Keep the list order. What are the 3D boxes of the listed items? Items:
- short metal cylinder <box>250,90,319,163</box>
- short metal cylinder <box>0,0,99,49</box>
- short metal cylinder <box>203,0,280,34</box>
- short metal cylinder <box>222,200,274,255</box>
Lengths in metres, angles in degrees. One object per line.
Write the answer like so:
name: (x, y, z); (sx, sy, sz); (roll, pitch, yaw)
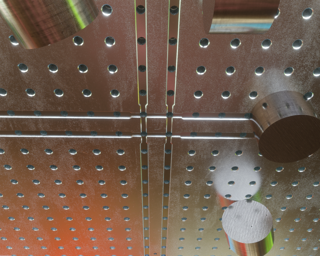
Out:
short metal cylinder: (0.161, -0.001, 0.396); (0.081, 0.050, 0.079); (0, 130, 0)
short metal cylinder: (-0.103, -0.114, 0.278); (0.080, 0.080, 0.050); (-14, 129, 11)
short metal cylinder: (0.068, -0.123, 0.271); (0.050, 0.080, 0.079); (0, 130, 0)
short metal cylinder: (0.149, 0.169, 0.521); (0.080, 0.080, 0.050); (-12, 129, 10)
